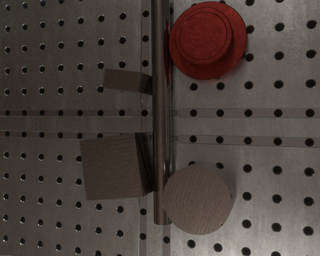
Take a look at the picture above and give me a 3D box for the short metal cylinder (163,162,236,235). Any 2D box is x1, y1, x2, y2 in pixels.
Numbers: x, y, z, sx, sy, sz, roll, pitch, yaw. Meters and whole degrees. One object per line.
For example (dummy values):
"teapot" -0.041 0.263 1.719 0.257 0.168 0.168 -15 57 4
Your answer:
"short metal cylinder" 0.050 0.084 0.381 0.080 0.050 0.079 0 90 19

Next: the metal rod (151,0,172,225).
"metal rod" 0.002 -0.024 0.410 0.025 0.025 0.298 -1 90 19

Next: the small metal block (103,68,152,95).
"small metal block" -0.040 -0.061 0.412 0.050 0.050 0.025 10 94 20

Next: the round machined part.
"round machined part" 0.057 -0.109 0.383 0.098 0.042 0.097 0 90 19

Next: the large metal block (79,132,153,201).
"large metal block" -0.055 0.050 0.418 0.080 0.050 0.080 -8 87 19
